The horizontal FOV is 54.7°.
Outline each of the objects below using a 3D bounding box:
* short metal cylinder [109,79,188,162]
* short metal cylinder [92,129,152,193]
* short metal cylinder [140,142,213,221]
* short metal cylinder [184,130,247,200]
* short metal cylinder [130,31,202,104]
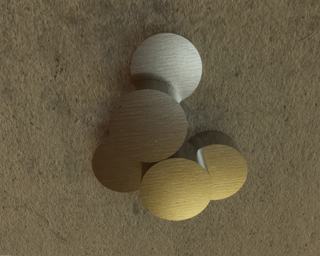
[{"bbox_3d":[-0.012,-0.009,0.340,0.080,0.050,0.079,0,110,0],"label":"short metal cylinder"},{"bbox_3d":[-0.045,0.038,0.411,0.081,0.050,0.079,0,110,0],"label":"short metal cylinder"},{"bbox_3d":[0.018,0.060,0.366,0.081,0.050,0.079,0,110,-1],"label":"short metal cylinder"},{"bbox_3d":[0.070,0.049,0.416,0.081,0.050,0.079,0,110,0],"label":"short metal cylinder"},{"bbox_3d":[0.007,-0.074,0.371,0.081,0.050,0.079,0,110,0],"label":"short metal cylinder"}]
